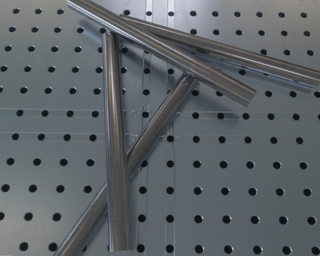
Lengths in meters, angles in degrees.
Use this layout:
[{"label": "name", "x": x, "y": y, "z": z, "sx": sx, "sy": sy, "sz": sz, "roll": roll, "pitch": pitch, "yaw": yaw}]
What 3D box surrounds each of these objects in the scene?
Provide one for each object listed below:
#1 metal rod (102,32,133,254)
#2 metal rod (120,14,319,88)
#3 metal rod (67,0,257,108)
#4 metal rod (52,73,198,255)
[{"label": "metal rod", "x": -0.057, "y": -0.002, "z": 0.392, "sx": 0.025, "sy": 0.025, "sz": 0.299, "roll": -6, "pitch": 63, "yaw": -2}, {"label": "metal rod", "x": 0.081, "y": -0.114, "z": 0.453, "sx": 0.301, "sy": 0.025, "sz": 0.025, "roll": 18, "pitch": 71, "yaw": 6}, {"label": "metal rod", "x": -0.007, "y": -0.114, "z": 0.429, "sx": 0.300, "sy": 0.025, "sz": 0.025, "roll": 32, "pitch": 73, "yaw": 14}, {"label": "metal rod", "x": -0.033, "y": 0.038, "z": 0.397, "sx": 0.025, "sy": 0.025, "sz": 0.300, "roll": 31, "pitch": 73, "yaw": 11}]
